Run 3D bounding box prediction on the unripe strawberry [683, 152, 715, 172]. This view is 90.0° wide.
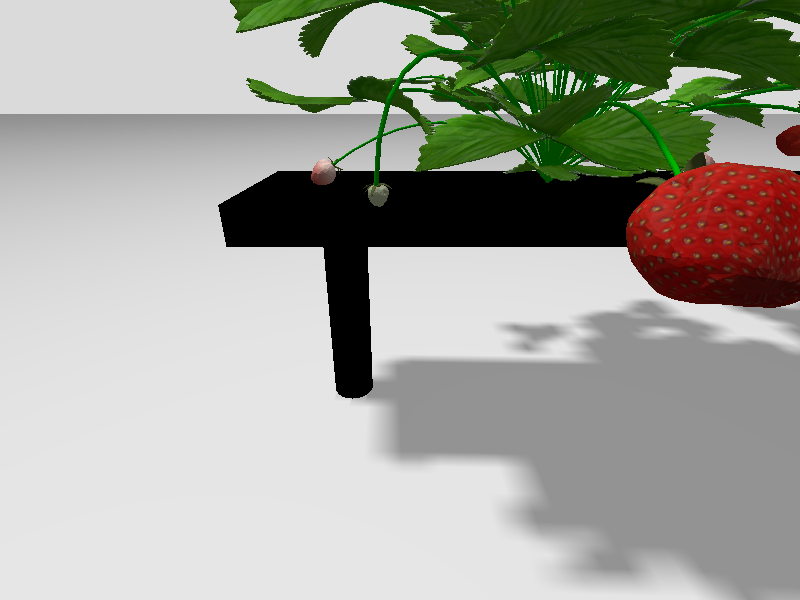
[{"bbox_3d":[0.255,-0.113,0.340,0.026,0.025,0.024,0,26,-2],"label":"unripe strawberry"}]

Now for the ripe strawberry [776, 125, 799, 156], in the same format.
[{"bbox_3d":[0.490,-0.199,0.495,0.034,0.039,0.037,-12,26,-22],"label":"ripe strawberry"}]

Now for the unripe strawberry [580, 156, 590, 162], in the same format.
[{"bbox_3d":[0.210,-0.162,0.451,0.014,0.013,0.013,17,49,30],"label":"unripe strawberry"}]

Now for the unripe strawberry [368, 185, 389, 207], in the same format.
[{"bbox_3d":[-0.010,-0.047,0.180,0.009,0.010,0.010,20,32,34],"label":"unripe strawberry"}]

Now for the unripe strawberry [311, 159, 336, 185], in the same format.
[{"bbox_3d":[-0.062,-0.102,0.323,0.022,0.019,0.022,-32,25,11],"label":"unripe strawberry"}]

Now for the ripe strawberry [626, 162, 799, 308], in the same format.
[{"bbox_3d":[0.097,-0.016,0.120,0.050,0.045,0.045,3,37,6],"label":"ripe strawberry"}]
